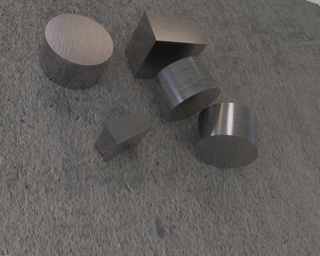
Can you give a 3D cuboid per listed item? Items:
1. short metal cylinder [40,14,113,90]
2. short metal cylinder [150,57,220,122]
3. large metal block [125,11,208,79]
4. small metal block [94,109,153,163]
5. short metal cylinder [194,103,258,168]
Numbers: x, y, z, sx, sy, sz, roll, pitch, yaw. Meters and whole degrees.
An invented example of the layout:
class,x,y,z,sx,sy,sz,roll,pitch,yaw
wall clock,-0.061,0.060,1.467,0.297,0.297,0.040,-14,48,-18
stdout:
class,x,y,z,sx,sy,sz,roll,pitch,yaw
short metal cylinder,-0.105,-0.095,0.389,0.081,0.050,0.080,14,56,-21
short metal cylinder,0.033,-0.051,0.417,0.081,0.080,0.050,-16,71,-35
large metal block,0.006,-0.114,0.441,0.081,0.080,0.050,-5,64,-31
small metal block,-0.043,0.009,0.359,0.050,0.050,0.025,-28,78,-37
short metal cylinder,0.087,0.012,0.408,0.080,0.080,0.050,22,54,-15
